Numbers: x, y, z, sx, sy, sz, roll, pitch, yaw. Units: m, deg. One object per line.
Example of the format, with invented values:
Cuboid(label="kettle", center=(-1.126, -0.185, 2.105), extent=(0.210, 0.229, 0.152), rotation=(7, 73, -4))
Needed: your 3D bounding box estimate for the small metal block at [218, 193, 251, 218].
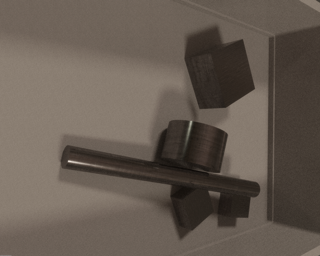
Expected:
Cuboid(label="small metal block", center=(0.125, 0.121, 0.515), extent=(0.050, 0.025, 0.050), rotation=(15, 81, -39))

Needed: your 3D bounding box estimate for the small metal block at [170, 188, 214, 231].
Cuboid(label="small metal block", center=(0.048, 0.110, 0.449), extent=(0.050, 0.025, 0.050), rotation=(-28, 108, -37))

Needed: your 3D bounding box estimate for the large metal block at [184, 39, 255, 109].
Cuboid(label="large metal block", center=(0.093, -0.081, 0.470), extent=(0.081, 0.050, 0.080), rotation=(-30, 109, -36))

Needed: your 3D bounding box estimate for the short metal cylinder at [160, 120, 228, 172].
Cuboid(label="short metal cylinder", center=(0.045, 0.026, 0.411), extent=(0.080, 0.080, 0.050), rotation=(23, 75, -38))

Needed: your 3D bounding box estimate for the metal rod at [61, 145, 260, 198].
Cuboid(label="metal rod", center=(0.024, 0.063, 0.406), extent=(0.302, 0.025, 0.025), rotation=(15, 80, -32))
